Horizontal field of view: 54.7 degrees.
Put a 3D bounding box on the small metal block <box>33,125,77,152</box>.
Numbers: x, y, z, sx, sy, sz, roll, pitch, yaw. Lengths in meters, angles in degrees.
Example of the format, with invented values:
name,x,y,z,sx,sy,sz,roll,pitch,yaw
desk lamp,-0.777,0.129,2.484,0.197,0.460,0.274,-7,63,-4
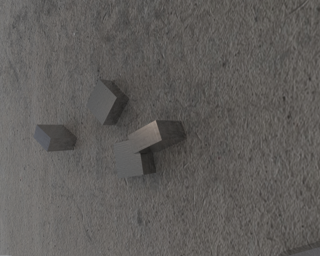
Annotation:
name,x,y,z,sx,sy,sz,roll,pitch,yaw
small metal block,-0.182,0.016,0.539,0.050,0.050,0.025,34,111,35

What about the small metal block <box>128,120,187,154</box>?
name,x,y,z,sx,sy,sz,roll,pitch,yaw
small metal block,-0.003,0.011,0.391,0.050,0.050,0.025,-28,73,37

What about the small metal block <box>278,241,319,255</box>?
name,x,y,z,sx,sy,sz,roll,pitch,yaw
small metal block,0.144,0.137,0.286,0.050,0.025,0.050,-36,68,34

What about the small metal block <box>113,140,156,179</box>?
name,x,y,z,sx,sy,sz,roll,pitch,yaw
small metal block,-0.036,0.042,0.435,0.050,0.025,0.050,-15,81,39

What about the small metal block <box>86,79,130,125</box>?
name,x,y,z,sx,sy,sz,roll,pitch,yaw
small metal block,-0.080,-0.039,0.471,0.050,0.025,0.050,46,117,30
